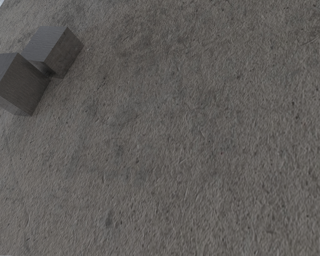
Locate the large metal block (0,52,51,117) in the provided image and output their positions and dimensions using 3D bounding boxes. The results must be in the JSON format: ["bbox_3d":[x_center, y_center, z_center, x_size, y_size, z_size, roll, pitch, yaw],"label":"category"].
[{"bbox_3d":[-0.256,-0.076,0.550,0.050,0.080,0.080,5,64,30],"label":"large metal block"}]

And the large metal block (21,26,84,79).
[{"bbox_3d":[-0.205,-0.144,0.584,0.080,0.050,0.080,14,69,33],"label":"large metal block"}]
